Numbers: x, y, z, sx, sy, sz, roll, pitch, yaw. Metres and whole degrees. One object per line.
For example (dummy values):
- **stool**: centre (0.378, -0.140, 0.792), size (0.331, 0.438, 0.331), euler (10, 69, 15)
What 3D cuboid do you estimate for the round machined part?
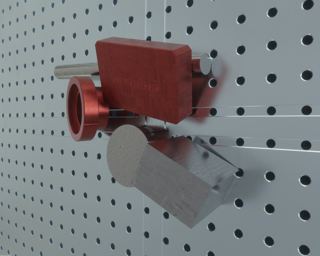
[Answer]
- **round machined part**: centre (-0.109, -0.029, 0.473), size (0.098, 0.042, 0.097), euler (10, 102, 59)

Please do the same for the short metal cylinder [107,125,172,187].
- **short metal cylinder**: centre (-0.025, 0.035, 0.412), size (0.080, 0.050, 0.079), euler (0, 90, 40)

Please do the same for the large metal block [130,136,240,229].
- **large metal block**: centre (0.029, 0.053, 0.340), size (0.080, 0.080, 0.050), euler (32, 110, 25)

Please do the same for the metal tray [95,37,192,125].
- **metal tray**: centre (-0.022, -0.064, 0.395), size (0.130, 0.030, 0.089), euler (17, 124, 34)

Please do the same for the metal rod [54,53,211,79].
- **metal rod**: centre (-0.062, -0.087, 0.458), size (0.300, 0.025, 0.025), euler (6, 94, 39)
